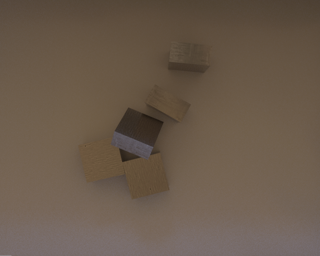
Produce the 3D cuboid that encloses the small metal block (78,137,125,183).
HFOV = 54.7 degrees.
[{"bbox_3d":[-0.075,0.041,0.410,0.050,0.025,0.050,-13,90,-1],"label":"small metal block"}]

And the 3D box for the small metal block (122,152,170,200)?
[{"bbox_3d":[-0.018,0.062,0.411,0.050,0.025,0.050,-14,90,-1],"label":"small metal block"}]

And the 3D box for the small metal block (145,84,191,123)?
[{"bbox_3d":[0.009,-0.030,0.399,0.050,0.050,0.025,29,90,-1],"label":"small metal block"}]

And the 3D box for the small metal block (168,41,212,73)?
[{"bbox_3d":[0.037,-0.090,0.399,0.050,0.050,0.025,5,90,-1],"label":"small metal block"}]

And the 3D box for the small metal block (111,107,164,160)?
[{"bbox_3d":[-0.028,0.006,0.397,0.050,0.050,0.025,23,132,-1],"label":"small metal block"}]
